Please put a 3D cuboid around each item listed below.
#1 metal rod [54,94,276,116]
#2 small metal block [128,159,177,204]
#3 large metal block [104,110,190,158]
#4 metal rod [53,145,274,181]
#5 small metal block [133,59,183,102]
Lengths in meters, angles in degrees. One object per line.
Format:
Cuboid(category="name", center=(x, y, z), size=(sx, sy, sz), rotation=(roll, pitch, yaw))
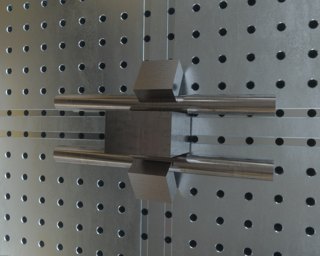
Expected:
Cuboid(category="metal rod", center=(-0.007, -0.032, 0.410), size=(0.301, 0.025, 0.025), rotation=(2, 91, 19))
Cuboid(category="small metal block", center=(-0.009, 0.068, 0.399), size=(0.050, 0.025, 0.050), rotation=(3, 129, 19))
Cuboid(category="large metal block", center=(-0.012, 0.006, 0.383), size=(0.080, 0.080, 0.050), rotation=(2, 91, 20))
Cuboid(category="metal rod", center=(-0.009, 0.044, 0.412), size=(0.301, 0.025, 0.025), rotation=(2, 91, 19))
Cuboid(category="small metal block", center=(-0.001, -0.060, 0.397), size=(0.050, 0.025, 0.050), rotation=(1, 56, 19))
